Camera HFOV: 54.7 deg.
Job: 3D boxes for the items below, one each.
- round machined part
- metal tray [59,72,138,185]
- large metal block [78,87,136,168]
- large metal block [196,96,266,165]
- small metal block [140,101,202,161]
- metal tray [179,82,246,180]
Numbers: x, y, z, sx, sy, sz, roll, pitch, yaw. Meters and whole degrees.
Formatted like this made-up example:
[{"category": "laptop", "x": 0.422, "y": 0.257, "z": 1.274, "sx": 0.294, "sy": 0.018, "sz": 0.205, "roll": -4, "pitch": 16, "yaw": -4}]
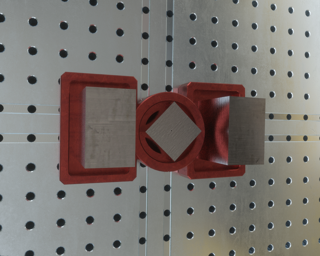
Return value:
[{"category": "round machined part", "x": 0.004, "y": 0.005, "z": 0.396, "sx": 0.099, "sy": 0.042, "sz": 0.097, "roll": 0, "pitch": 90, "yaw": -20}, {"category": "metal tray", "x": -0.076, "y": 0.001, "z": 0.381, "sx": 0.091, "sy": 0.030, "sz": 0.129, "roll": 1, "pitch": 90, "yaw": -20}, {"category": "large metal block", "x": -0.062, "y": -0.001, "z": 0.346, "sx": 0.050, "sy": 0.080, "sz": 0.080, "roll": 1, "pitch": 90, "yaw": -20}, {"category": "large metal block", "x": 0.089, "y": 0.003, "z": 0.402, "sx": 0.050, "sy": 0.080, "sz": 0.080, "roll": 2, "pitch": 90, "yaw": -20}, {"category": "small metal block", "x": 0.013, "y": 0.004, "z": 0.374, "sx": 0.050, "sy": 0.025, "sz": 0.050, "roll": 46, "pitch": 76, "yaw": -14}, {"category": "metal tray", "x": 0.074, "y": 0.003, "z": 0.436, "sx": 0.091, "sy": 0.030, "sz": 0.129, "roll": 0, "pitch": 90, "yaw": -20}]
